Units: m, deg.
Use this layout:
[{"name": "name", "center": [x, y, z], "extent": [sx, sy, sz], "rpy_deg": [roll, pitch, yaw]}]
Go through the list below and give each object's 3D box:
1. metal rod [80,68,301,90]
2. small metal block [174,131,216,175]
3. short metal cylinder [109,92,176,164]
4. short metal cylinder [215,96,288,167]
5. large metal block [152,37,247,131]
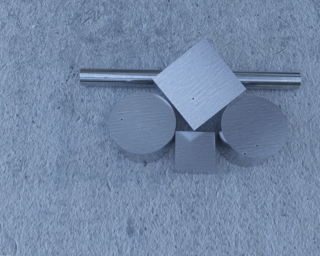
[{"name": "metal rod", "center": [0.042, -0.069, 0.434], "extent": [0.302, 0.025, 0.025], "rpy_deg": [1, 70, 0]}, {"name": "small metal block", "center": [0.044, 0.032, 0.398], "extent": [0.050, 0.025, 0.050], "rpy_deg": [2, 70, 0]}, {"name": "short metal cylinder", "center": [-0.021, 0.001, 0.395], "extent": [0.081, 0.050, 0.080], "rpy_deg": [0, 70, 0]}, {"name": "short metal cylinder", "center": [0.113, 0.006, 0.394], "extent": [0.081, 0.050, 0.080], "rpy_deg": [0, 70, 0]}, {"name": "large metal block", "center": [0.048, -0.053, 0.397], "extent": [0.080, 0.050, 0.080], "rpy_deg": [-39, 91, 1]}]
